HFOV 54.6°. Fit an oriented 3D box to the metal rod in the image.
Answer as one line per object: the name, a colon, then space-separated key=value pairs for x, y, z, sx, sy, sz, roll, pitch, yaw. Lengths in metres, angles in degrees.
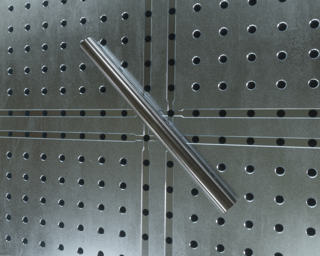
metal rod: x=-0.010 y=-0.012 z=0.417 sx=0.025 sy=0.025 sz=0.300 roll=-44 pitch=76 yaw=15
